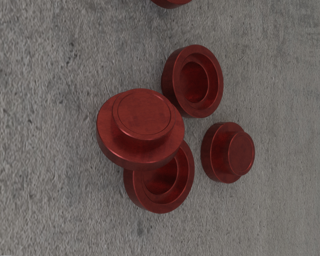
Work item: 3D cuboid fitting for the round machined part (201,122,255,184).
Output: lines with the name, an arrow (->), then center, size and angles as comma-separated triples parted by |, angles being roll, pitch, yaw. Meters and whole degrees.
round machined part -> 0.113, 0.039, 0.488 | 0.099, 0.042, 0.097 | 0, 90, -40

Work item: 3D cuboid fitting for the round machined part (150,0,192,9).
round machined part -> 0.003, -0.202, 0.396 | 0.099, 0.042, 0.097 | 0, 90, -40

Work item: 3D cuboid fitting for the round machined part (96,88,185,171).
round machined part -> -0.020, -0.005, 0.342 | 0.099, 0.042, 0.098 | 6, 55, -9

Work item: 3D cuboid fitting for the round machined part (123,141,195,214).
round machined part -> -0.005, 0.054, 0.389 | 0.099, 0.042, 0.097 | 0, 90, -40

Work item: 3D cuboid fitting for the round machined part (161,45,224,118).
round machined part -> 0.040, -0.062, 0.427 | 0.099, 0.042, 0.097 | 0, 90, -40
